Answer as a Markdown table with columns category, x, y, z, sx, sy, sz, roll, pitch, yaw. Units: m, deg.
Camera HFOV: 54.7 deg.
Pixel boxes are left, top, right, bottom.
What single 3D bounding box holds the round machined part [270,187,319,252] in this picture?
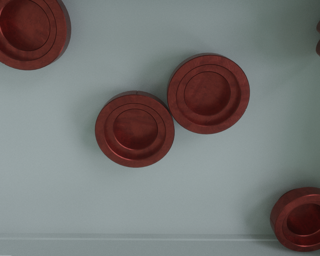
| category | x | y | z | sx | sy | sz | roll | pitch | yaw |
| --- | --- | --- | --- | --- | --- | --- | --- | --- | --- |
| round machined part | 0.210 | 0.128 | 0.452 | 0.099 | 0.042 | 0.097 | 0 | 110 | -1 |

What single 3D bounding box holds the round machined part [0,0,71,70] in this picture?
| category | x | y | z | sx | sy | sz | roll | pitch | yaw |
| --- | --- | --- | --- | --- | --- | --- | --- | --- | --- |
| round machined part | -0.152 | -0.118 | 0.356 | 0.099 | 0.042 | 0.097 | 0 | 110 | -1 |

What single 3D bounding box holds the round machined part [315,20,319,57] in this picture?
| category | x | y | z | sx | sy | sz | roll | pitch | yaw |
| --- | --- | --- | --- | --- | --- | --- | --- | --- | --- |
| round machined part | 0.212 | -0.115 | 0.333 | 0.042 | 0.098 | 0.098 | 43 | 104 | -11 |

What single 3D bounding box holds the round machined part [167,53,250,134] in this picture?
| category | x | y | z | sx | sy | sz | roll | pitch | yaw |
| --- | --- | --- | --- | --- | --- | --- | --- | --- | --- |
| round machined part | 0.058 | -0.045 | 0.387 | 0.099 | 0.042 | 0.097 | 0 | 110 | -1 |

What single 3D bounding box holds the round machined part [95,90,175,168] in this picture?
| category | x | y | z | sx | sy | sz | roll | pitch | yaw |
| --- | --- | --- | --- | --- | --- | --- | --- | --- | --- |
| round machined part | -0.031 | -0.001 | 0.401 | 0.099 | 0.042 | 0.097 | 0 | 110 | -1 |
